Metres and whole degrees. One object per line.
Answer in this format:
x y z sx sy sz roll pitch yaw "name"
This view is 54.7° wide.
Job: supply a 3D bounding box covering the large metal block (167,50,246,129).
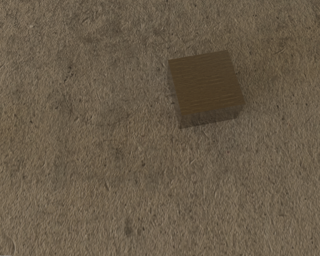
0.058 -0.051 0.414 0.081 0.050 0.080 -11 71 -4 "large metal block"
